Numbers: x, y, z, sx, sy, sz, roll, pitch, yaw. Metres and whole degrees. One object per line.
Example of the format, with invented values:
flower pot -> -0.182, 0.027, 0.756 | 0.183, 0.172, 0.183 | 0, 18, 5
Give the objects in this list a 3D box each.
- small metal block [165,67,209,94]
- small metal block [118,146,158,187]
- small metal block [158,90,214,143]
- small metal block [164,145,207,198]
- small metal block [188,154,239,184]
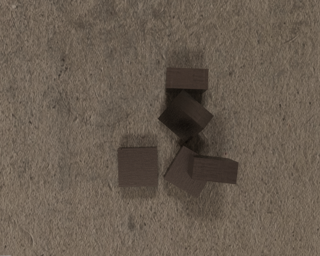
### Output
small metal block -> 0.033, -0.060, 0.398 | 0.050, 0.050, 0.025 | 2, 90, -1
small metal block -> -0.029, 0.051, 0.410 | 0.050, 0.025, 0.050 | -1, 90, -1
small metal block -> 0.032, -0.014, 0.395 | 0.050, 0.050, 0.025 | 41, 58, -1
small metal block -> 0.039, 0.057, 0.411 | 0.050, 0.025, 0.050 | 30, 90, -1
small metal block -> 0.062, 0.048, 0.373 | 0.050, 0.050, 0.025 | 7, 90, -1
